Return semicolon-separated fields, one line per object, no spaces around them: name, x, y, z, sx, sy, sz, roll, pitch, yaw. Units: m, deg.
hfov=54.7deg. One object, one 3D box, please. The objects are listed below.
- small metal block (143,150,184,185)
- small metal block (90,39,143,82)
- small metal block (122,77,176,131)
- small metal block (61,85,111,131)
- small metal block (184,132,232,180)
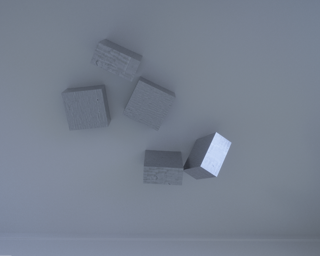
small metal block;0.004;0.052;0.417;0.050;0.050;0.025;3;110;-2
small metal block;-0.050;-0.082;0.367;0.050;0.050;0.025;23;108;-9
small metal block;-0.014;-0.031;0.400;0.050;0.025;0.050;25;108;-9
small metal block;-0.094;-0.027;0.400;0.050;0.025;0.050;-6;110;1
small metal block;0.060;0.037;0.402;0.025;0.050;0.050;34;67;-12
